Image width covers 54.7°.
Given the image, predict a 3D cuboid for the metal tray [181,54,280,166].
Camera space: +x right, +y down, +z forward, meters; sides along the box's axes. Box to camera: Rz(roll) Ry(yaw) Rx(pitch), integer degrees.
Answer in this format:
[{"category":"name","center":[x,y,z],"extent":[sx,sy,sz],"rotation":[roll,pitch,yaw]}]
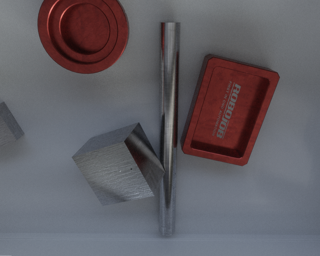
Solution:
[{"category":"metal tray","center":[0.086,-0.021,0.402],"extent":[0.091,0.030,0.129],"rotation":[13,110,-5]}]

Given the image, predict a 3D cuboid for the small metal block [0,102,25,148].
[{"category":"small metal block","center":[-0.219,0.000,0.408],"extent":[0.050,0.025,0.050],"rotation":[-22,109,7]}]

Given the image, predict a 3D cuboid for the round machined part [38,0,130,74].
[{"category":"round machined part","center":[-0.085,-0.115,0.359],"extent":[0.099,0.042,0.097],"rotation":[0,110,-1]}]

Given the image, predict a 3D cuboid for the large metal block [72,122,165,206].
[{"category":"large metal block","center":[-0.051,0.048,0.403],"extent":[0.080,0.050,0.080],"rotation":[-17,111,25]}]

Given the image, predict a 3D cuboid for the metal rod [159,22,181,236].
[{"category":"metal rod","center":[0.011,0.015,0.416],"extent":[0.025,0.025,0.298],"rotation":[0,110,-1]}]
